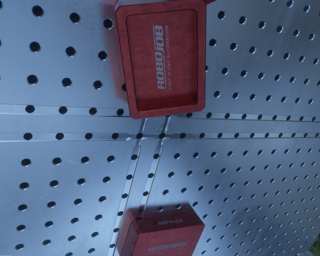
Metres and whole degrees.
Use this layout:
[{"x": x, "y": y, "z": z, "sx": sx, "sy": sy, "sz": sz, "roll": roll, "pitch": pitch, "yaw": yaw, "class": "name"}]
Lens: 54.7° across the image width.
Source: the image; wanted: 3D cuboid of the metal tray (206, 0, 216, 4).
[{"x": 0.047, "y": -0.187, "z": 0.284, "sx": 0.130, "sy": 0.090, "sz": 0.030, "roll": 41, "pitch": 49, "yaw": -40, "class": "metal tray"}]

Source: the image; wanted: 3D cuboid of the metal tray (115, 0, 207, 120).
[{"x": 0.004, "y": -0.076, "z": 0.347, "sx": 0.091, "sy": 0.030, "sz": 0.129, "roll": -8, "pitch": 124, "yaw": -4, "class": "metal tray"}]

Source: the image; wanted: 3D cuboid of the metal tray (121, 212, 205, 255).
[{"x": 0.006, "y": 0.196, "z": 0.535, "sx": 0.131, "sy": 0.030, "sz": 0.089, "roll": 3, "pitch": 117, "yaw": -30, "class": "metal tray"}]
